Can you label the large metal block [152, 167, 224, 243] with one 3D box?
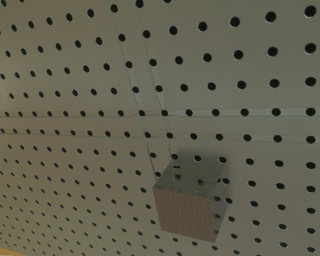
[{"bbox_3d":[0.042,0.106,0.438,0.080,0.050,0.079,5,121,25],"label":"large metal block"}]
